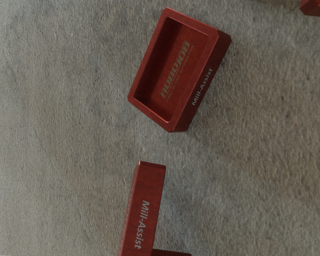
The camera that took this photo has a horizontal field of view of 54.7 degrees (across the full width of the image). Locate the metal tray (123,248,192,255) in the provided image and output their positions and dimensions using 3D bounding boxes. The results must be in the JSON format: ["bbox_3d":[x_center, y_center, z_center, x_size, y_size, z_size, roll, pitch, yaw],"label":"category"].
[{"bbox_3d":[-0.028,0.196,0.380,0.129,0.091,0.030,-50,35,28],"label":"metal tray"}]

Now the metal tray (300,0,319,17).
[{"bbox_3d":[0.167,-0.150,0.233,0.090,0.030,0.129,8,97,5],"label":"metal tray"}]

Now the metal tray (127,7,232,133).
[{"bbox_3d":[0.019,-0.070,0.384,0.090,0.030,0.129,38,113,33],"label":"metal tray"}]

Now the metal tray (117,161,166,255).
[{"bbox_3d":[-0.025,0.109,0.362,0.090,0.030,0.130,122,159,-74],"label":"metal tray"}]
